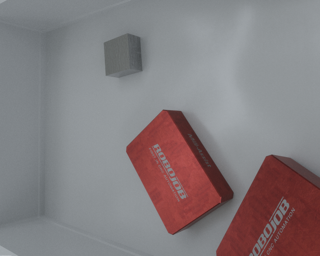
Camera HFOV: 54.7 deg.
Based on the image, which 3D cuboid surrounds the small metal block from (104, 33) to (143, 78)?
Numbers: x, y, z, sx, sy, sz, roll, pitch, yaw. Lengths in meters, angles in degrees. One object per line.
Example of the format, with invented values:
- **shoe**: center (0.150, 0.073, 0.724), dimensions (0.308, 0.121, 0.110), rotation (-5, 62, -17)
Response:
- **small metal block**: center (-0.054, -0.103, 0.449), dimensions (0.050, 0.025, 0.050), rotation (-7, 86, 39)

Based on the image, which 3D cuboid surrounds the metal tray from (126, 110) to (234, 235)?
- **metal tray**: center (0.019, 0.053, 0.386), dimensions (0.090, 0.030, 0.130), rotation (-45, 64, 30)

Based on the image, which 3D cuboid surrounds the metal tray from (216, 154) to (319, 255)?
- **metal tray**: center (0.112, 0.102, 0.290), dimensions (0.090, 0.030, 0.129), rotation (46, 120, 54)
